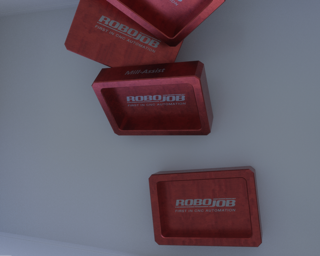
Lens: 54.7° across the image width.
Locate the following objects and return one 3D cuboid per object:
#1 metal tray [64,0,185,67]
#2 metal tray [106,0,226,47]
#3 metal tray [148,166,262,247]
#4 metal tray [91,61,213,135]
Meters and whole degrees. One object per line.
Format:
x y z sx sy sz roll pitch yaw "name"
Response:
-0.040 -0.116 0.388 0.131 0.030 0.089 21 99 -13 "metal tray"
-0.008 -0.151 0.315 0.090 0.131 0.030 -33 34 47 "metal tray"
0.055 0.098 0.387 0.130 0.030 0.089 -6 88 19 "metal tray"
-0.006 -0.032 0.380 0.130 0.030 0.090 -1 134 19 "metal tray"
